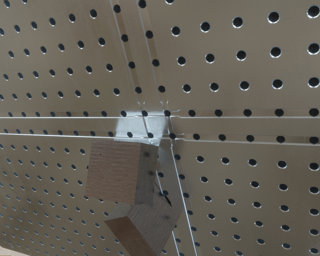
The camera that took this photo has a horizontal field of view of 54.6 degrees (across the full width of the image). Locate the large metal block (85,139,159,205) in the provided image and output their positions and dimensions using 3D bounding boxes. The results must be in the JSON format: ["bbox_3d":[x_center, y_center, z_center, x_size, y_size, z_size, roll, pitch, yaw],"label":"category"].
[{"bbox_3d":[-0.053,0.060,0.436,0.080,0.050,0.080,2,82,27],"label":"large metal block"}]

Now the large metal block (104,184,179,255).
[{"bbox_3d":[-0.025,0.140,0.476,0.050,0.080,0.080,-23,107,36],"label":"large metal block"}]
